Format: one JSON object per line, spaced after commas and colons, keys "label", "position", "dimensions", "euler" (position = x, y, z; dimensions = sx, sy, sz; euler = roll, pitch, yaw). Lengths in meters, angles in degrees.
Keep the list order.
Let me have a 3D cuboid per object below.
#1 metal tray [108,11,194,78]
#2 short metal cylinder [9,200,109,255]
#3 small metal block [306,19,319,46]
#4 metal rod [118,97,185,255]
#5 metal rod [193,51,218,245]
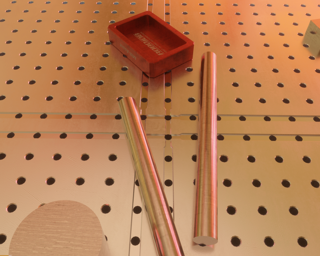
{"label": "metal tray", "position": [-0.017, -0.146, 0.526], "dimensions": [0.091, 0.030, 0.130], "euler": [-30, 57, -23]}
{"label": "short metal cylinder", "position": [-0.092, 0.116, 0.293], "dimensions": [0.081, 0.050, 0.080], "euler": [0, 50, 0]}
{"label": "small metal block", "position": [0.303, -0.173, 0.557], "dimensions": [0.050, 0.025, 0.050], "euler": [-11, 51, -10]}
{"label": "metal rod", "position": [-0.007, 0.076, 0.343], "dimensions": [0.025, 0.025, 0.300], "euler": [-12, 51, -10]}
{"label": "metal rod", "position": [0.063, 0.000, 0.408], "dimensions": [0.025, 0.025, 0.300], "euler": [5, 50, 4]}
